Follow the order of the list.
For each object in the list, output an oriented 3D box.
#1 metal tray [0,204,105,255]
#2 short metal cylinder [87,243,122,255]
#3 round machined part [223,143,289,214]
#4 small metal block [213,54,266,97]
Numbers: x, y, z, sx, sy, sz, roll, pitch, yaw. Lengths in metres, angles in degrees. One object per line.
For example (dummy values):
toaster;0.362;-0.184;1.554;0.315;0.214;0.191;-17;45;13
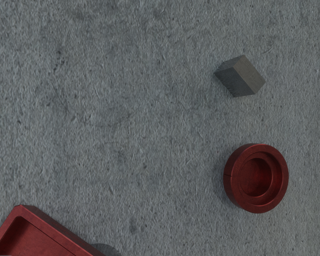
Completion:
metal tray;-0.122;0.152;0.326;0.130;0.030;0.090;28;79;16
short metal cylinder;-0.074;0.187;0.369;0.081;0.050;0.079;0;90;-20
round machined part;0.134;0.071;0.451;0.099;0.042;0.097;0;90;-21
small metal block;0.112;-0.072;0.439;0.050;0.050;0.025;46;76;-15
